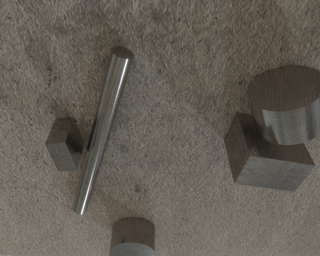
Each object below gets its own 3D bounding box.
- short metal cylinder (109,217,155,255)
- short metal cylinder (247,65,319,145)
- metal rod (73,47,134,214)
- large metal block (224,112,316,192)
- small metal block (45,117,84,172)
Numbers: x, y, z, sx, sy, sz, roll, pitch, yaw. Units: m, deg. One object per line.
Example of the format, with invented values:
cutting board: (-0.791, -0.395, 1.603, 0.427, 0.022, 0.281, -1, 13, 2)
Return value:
short metal cylinder: (-0.049, 0.207, 0.567, 0.081, 0.050, 0.079, 0, 130, 0)
short metal cylinder: (0.144, -0.027, 0.350, 0.080, 0.080, 0.050, -16, 128, 13)
metal rod: (-0.087, 0.026, 0.428, 0.025, 0.025, 0.298, 14, 129, -12)
large metal block: (0.135, 0.030, 0.398, 0.081, 0.080, 0.050, 9, 130, -8)
small metal block: (-0.123, 0.021, 0.408, 0.025, 0.050, 0.050, -5, 130, 4)
